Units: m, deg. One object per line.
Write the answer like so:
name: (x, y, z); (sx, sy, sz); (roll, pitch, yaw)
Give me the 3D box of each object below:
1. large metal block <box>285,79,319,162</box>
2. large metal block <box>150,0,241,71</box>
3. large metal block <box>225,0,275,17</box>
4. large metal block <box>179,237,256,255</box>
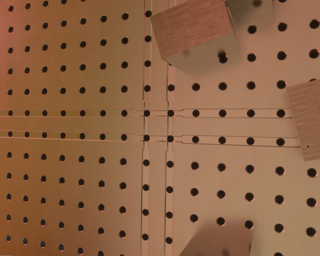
large metal block: (0.187, -0.013, 0.333); (0.080, 0.050, 0.080); (-13, 86, 19)
large metal block: (0.045, -0.111, 0.368); (0.080, 0.080, 0.050); (-17, 85, 19)
large metal block: (0.106, -0.179, 0.346); (0.050, 0.080, 0.080); (11, 94, 20)
large metal block: (0.068, 0.166, 0.359); (0.080, 0.080, 0.050); (-10, 87, 20)
